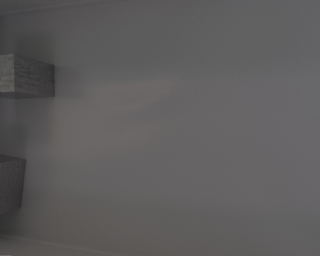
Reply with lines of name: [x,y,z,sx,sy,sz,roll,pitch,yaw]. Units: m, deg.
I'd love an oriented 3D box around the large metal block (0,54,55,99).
large metal block: [-0.215,-0.072,0.457,0.080,0.080,0.050,-1,90,20]

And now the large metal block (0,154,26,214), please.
large metal block: [-0.258,0.087,0.472,0.050,0.080,0.079,8,93,20]
